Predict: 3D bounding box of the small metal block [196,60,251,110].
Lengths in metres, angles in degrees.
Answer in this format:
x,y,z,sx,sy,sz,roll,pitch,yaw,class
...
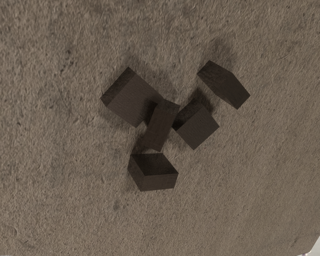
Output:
x,y,z,sx,sy,sz,roll,pitch,yaw,class
0.082,-0.056,0.403,0.025,0.050,0.050,-48,129,5,small metal block

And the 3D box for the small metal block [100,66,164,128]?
x,y,z,sx,sy,sz,roll,pitch,yaw,class
-0.033,-0.036,0.368,0.050,0.025,0.050,-48,129,5,small metal block

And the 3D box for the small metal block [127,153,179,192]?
x,y,z,sx,sy,sz,roll,pitch,yaw,class
-0.011,0.059,0.423,0.050,0.050,0.025,0,118,-29,small metal block

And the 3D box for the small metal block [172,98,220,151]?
x,y,z,sx,sy,sz,roll,pitch,yaw,class
0.048,-0.005,0.432,0.050,0.025,0.050,-43,130,1,small metal block

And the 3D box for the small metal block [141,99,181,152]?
x,y,z,sx,sy,sz,roll,pitch,yaw,class
0.002,-0.005,0.387,0.025,0.050,0.050,23,110,3,small metal block
